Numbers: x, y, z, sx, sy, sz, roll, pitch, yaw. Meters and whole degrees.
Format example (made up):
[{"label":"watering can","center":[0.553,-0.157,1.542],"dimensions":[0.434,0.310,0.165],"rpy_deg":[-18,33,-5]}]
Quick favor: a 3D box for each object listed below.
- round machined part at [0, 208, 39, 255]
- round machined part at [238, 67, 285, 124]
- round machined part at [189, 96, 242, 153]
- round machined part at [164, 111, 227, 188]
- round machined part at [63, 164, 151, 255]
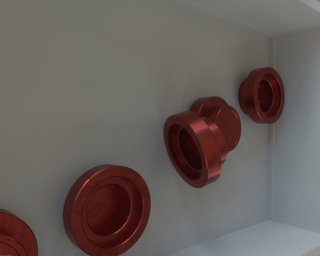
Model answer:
[{"label":"round machined part","center":[-0.155,0.121,0.267],"dimensions":[0.099,0.042,0.097],"rpy_deg":[0,90,-40]},{"label":"round machined part","center":[0.175,-0.056,0.546],"dimensions":[0.099,0.042,0.097],"rpy_deg":[0,90,-40]},{"label":"round machined part","center":[0.087,0.001,0.467],"dimensions":[0.099,0.042,0.097],"rpy_deg":[0,90,-44]},{"label":"round machined part","center":[0.048,0.024,0.397],"dimensions":[0.042,0.098,0.097],"rpy_deg":[-20,104,-23]},{"label":"round machined part","center":[-0.062,0.089,0.346],"dimensions":[0.099,0.042,0.097],"rpy_deg":[0,90,-40]}]
